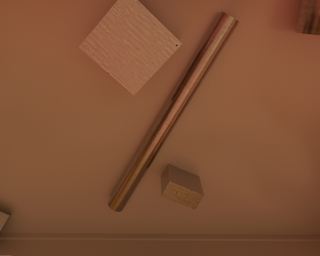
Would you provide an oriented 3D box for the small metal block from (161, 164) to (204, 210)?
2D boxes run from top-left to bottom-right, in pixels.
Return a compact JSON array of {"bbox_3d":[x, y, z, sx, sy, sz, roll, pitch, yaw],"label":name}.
[{"bbox_3d":[0.030,0.080,0.428,0.050,0.050,0.025,24,108,-9],"label":"small metal block"}]

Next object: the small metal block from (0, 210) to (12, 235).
[{"bbox_3d":[-0.253,0.139,0.446,0.050,0.025,0.050,28,70,-10],"label":"small metal block"}]

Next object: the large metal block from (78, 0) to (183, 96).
[{"bbox_3d":[-0.032,-0.099,0.361,0.080,0.050,0.080,41,105,-14],"label":"large metal block"}]

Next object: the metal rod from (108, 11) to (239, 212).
[{"bbox_3d":[0.009,-0.009,0.408,0.025,0.025,0.298,28,107,-10],"label":"metal rod"}]

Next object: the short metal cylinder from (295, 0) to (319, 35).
[{"bbox_3d":[0.196,-0.127,0.338,0.081,0.080,0.050,4,110,-2],"label":"short metal cylinder"}]
